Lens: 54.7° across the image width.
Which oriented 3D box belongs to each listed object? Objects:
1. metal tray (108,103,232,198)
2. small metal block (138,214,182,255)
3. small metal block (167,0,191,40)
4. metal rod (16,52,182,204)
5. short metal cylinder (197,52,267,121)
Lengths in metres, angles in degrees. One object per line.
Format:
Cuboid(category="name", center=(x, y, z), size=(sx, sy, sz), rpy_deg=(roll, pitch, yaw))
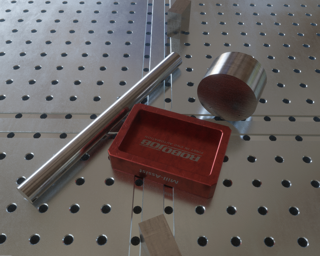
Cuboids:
Cuboid(category="metal tray", center=(0.014, 0.024, 0.384), size=(0.131, 0.030, 0.090), rpy_deg=(16, 52, 12))
Cuboid(category="small metal block", center=(0.001, 0.118, 0.292), size=(0.025, 0.050, 0.050), rpy_deg=(-17, 52, -14))
Cuboid(category="small metal block", center=(0.034, -0.197, 0.557), size=(0.025, 0.050, 0.050), rpy_deg=(18, 52, 14))
Cuboid(category="metal rod", center=(-0.062, -0.018, 0.422), size=(0.025, 0.025, 0.301), rpy_deg=(29, 55, 22))
Cuboid(category="short metal cylinder", center=(0.097, -0.055, 0.420), size=(0.080, 0.080, 0.050), rpy_deg=(21, 53, 16))
